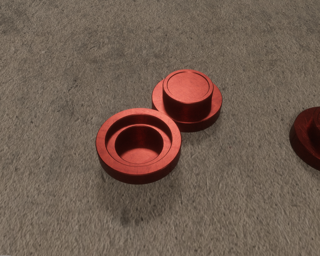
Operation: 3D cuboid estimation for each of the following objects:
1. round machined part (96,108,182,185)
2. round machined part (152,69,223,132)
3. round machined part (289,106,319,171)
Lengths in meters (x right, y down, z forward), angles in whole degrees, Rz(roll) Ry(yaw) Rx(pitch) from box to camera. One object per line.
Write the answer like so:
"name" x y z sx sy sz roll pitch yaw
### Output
"round machined part" -0.024 0.025 0.371 0.099 0.042 0.098 0 50 0
"round machined part" 0.038 -0.044 0.430 0.099 0.042 0.098 0 50 0
"round machined part" 0.220 0.007 0.389 0.099 0.042 0.098 0 50 0
